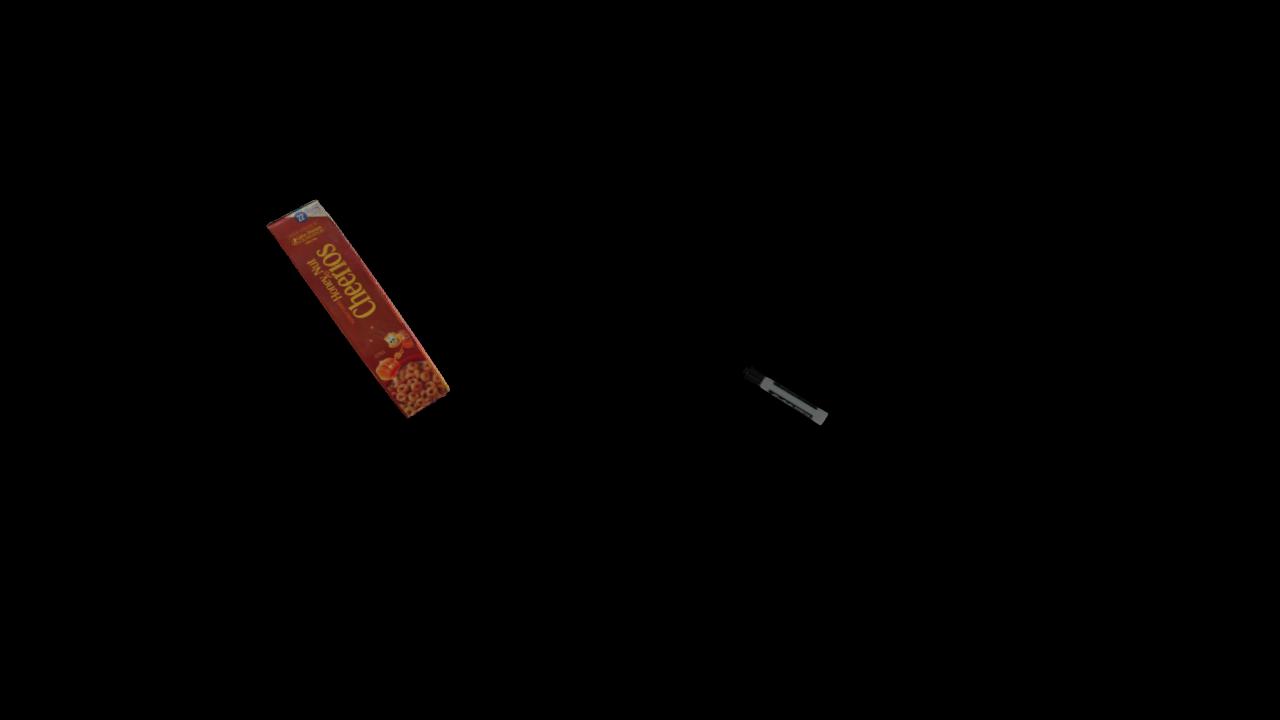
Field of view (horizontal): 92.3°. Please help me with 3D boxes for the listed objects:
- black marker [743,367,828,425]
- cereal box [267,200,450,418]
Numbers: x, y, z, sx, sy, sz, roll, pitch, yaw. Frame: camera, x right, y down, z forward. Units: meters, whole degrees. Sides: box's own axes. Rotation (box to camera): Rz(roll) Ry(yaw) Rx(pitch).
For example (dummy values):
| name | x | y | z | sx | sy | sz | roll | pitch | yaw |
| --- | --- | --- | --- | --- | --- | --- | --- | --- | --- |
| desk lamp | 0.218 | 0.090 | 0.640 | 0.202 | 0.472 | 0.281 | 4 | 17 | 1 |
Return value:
| name | x | y | z | sx | sy | sz | roll | pitch | yaw |
| --- | --- | --- | --- | --- | --- | --- | --- | --- | --- |
| black marker | 0.188 | 0.045 | 0.805 | 0.121 | 0.020 | 0.020 | 33 | 9 | 13 |
| cereal box | -0.404 | -0.073 | 0.895 | 0.081 | 0.306 | 0.203 | -35 | 20 | -18 |
